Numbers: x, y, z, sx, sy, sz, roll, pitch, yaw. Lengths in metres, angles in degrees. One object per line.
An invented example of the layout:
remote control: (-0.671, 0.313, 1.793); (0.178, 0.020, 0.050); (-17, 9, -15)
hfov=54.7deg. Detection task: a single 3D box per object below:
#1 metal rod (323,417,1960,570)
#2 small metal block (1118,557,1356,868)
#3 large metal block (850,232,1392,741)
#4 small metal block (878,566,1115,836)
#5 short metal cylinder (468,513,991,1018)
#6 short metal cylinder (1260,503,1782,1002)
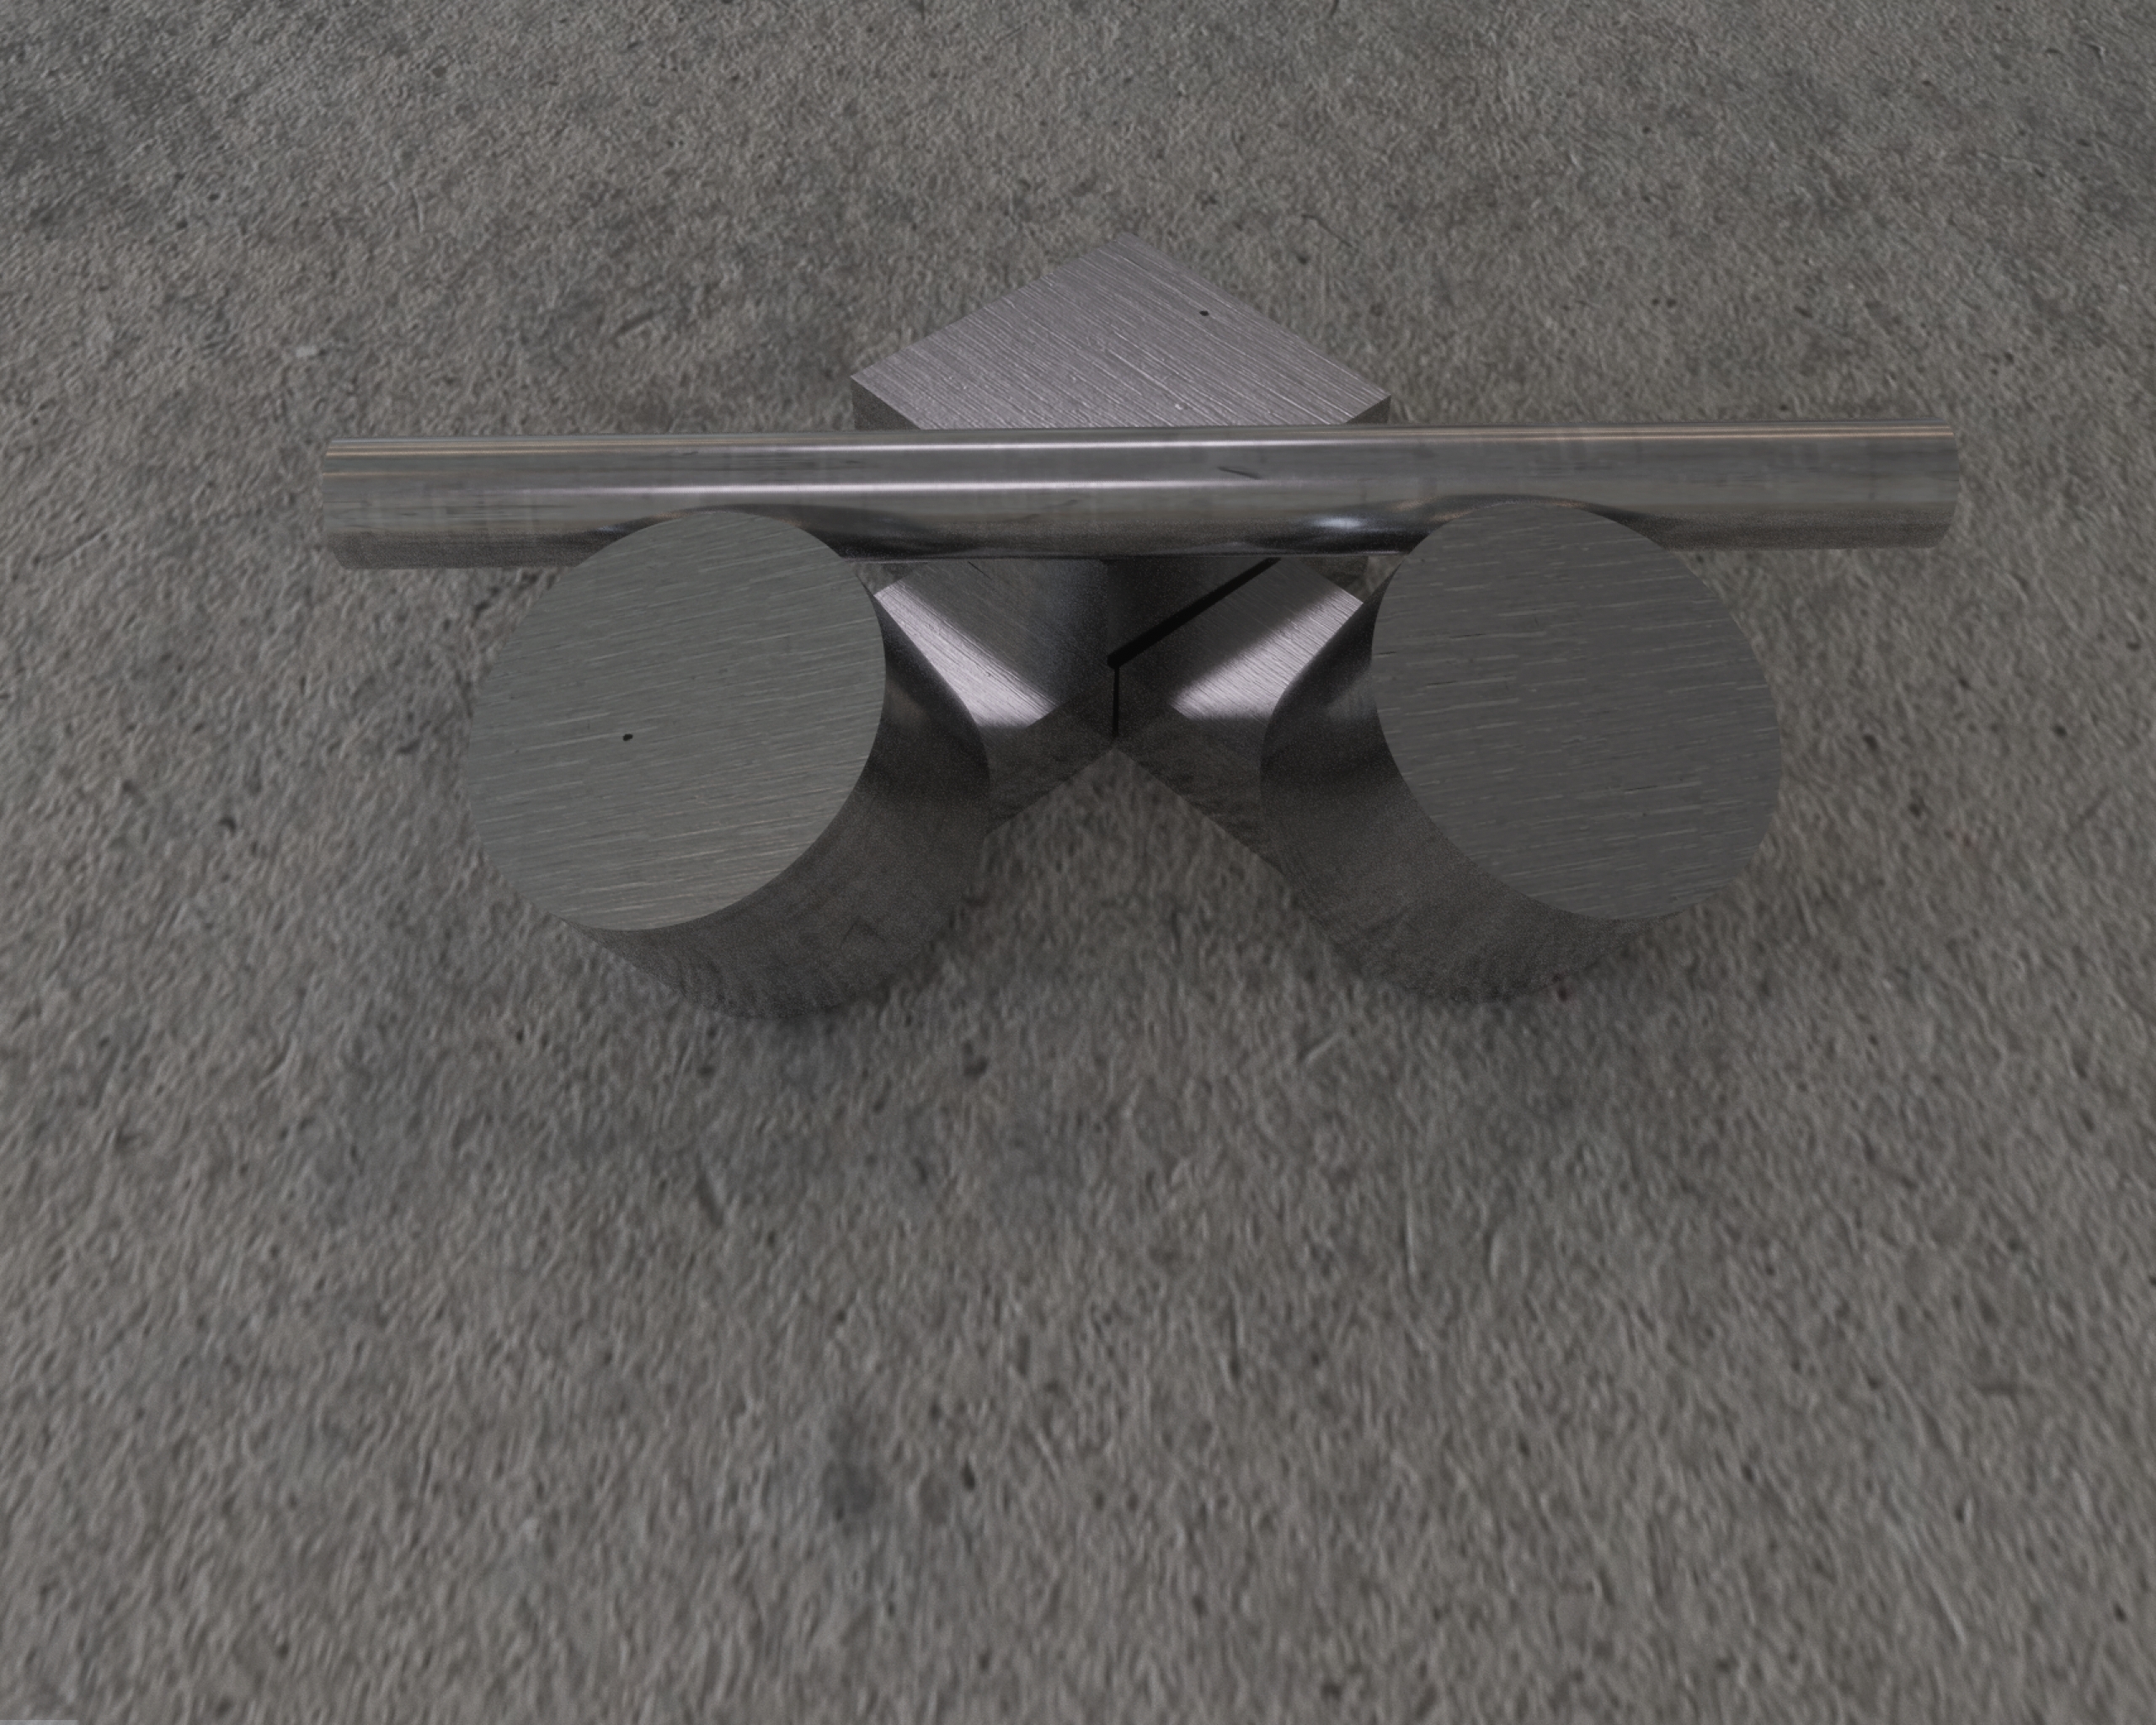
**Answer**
metal rod: (0.013, -0.070, 0.397); (0.302, 0.025, 0.025); (-1, 50, -1)
small metal block: (0.044, -0.031, 0.430); (0.050, 0.025, 0.050); (-36, 59, -26)
large metal block: (0.009, -0.084, 0.457); (0.080, 0.050, 0.080); (-35, 58, -26)
small metal block: (-0.028, -0.032, 0.431); (0.050, 0.025, 0.050); (-35, 59, -27)
short metal cylinder: (-0.063, -0.017, 0.383); (0.080, 0.050, 0.080); (-7, 66, 17)
short metal cylinder: (0.081, -0.019, 0.387); (0.081, 0.050, 0.080); (7, 68, -16)
